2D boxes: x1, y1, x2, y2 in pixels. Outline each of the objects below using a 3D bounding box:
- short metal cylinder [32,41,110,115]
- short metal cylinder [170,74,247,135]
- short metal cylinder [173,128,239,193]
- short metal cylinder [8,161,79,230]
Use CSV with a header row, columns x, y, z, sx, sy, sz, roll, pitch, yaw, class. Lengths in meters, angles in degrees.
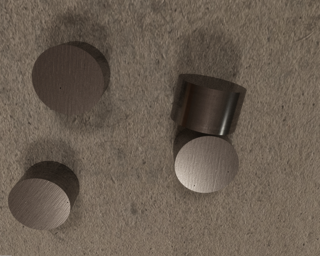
x,y,z,sx,sy,sz,roll,pitch,yaw,class
-0.104,-0.061,0.372,0.081,0.050,0.079,0,110,-1,short metal cylinder
0.057,-0.030,0.370,0.081,0.080,0.050,10,110,-4,short metal cylinder
0.059,0.038,0.412,0.081,0.050,0.079,0,110,-1,short metal cylinder
-0.158,0.092,0.428,0.081,0.050,0.079,0,110,-1,short metal cylinder
